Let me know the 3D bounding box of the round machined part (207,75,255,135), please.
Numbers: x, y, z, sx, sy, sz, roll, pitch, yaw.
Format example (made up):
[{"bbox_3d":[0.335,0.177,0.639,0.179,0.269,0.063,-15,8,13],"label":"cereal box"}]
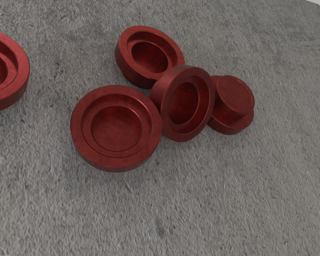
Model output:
[{"bbox_3d":[0.105,-0.042,0.474,0.099,0.042,0.098,14,56,-21],"label":"round machined part"}]

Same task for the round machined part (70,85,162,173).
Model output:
[{"bbox_3d":[-0.049,0.003,0.353,0.099,0.042,0.098,4,67,-10],"label":"round machined part"}]

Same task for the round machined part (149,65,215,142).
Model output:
[{"bbox_3d":[0.024,-0.034,0.404,0.099,0.097,0.042,-23,31,-36],"label":"round machined part"}]

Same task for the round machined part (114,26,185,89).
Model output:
[{"bbox_3d":[-0.018,-0.094,0.441,0.099,0.042,0.098,14,56,-21],"label":"round machined part"}]

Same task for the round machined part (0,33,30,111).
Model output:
[{"bbox_3d":[-0.191,-0.056,0.324,0.099,0.042,0.098,14,56,-21],"label":"round machined part"}]
